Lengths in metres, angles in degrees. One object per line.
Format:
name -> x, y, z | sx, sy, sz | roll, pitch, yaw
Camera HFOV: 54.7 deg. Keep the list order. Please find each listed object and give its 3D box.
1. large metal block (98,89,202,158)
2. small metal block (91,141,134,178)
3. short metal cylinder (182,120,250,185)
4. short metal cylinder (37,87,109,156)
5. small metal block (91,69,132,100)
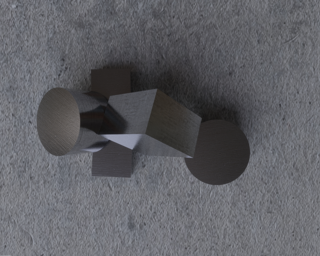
large metal block -> -0.011, -0.002, 0.365 | 0.080, 0.080, 0.050 | 29, 68, -42
small metal block -> -0.062, 0.038, 0.410 | 0.050, 0.025, 0.050 | 3, 90, -1
short metal cylinder -> 0.069, 0.029, 0.400 | 0.081, 0.050, 0.079 | 0, 90, -1
short metal cylinder -> -0.105, -0.008, 0.379 | 0.080, 0.050, 0.079 | 1, 91, 35
small metal block -> -0.063, -0.051, 0.410 | 0.050, 0.025, 0.050 | -1, 90, -1
